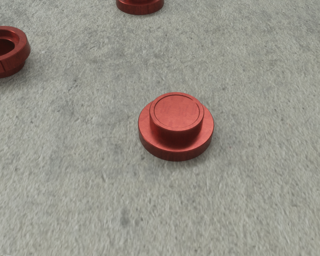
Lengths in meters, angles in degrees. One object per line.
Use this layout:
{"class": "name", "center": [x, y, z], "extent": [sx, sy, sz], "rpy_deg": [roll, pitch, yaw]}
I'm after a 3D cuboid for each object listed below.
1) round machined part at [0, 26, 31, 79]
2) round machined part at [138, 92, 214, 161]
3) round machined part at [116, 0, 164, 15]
{"class": "round machined part", "center": [-0.253, -0.115, 0.485], "extent": [0.099, 0.042, 0.098], "rpy_deg": [0, 50, 0]}
{"class": "round machined part", "center": [0.021, -0.009, 0.400], "extent": [0.099, 0.042, 0.098], "rpy_deg": [0, 50, 0]}
{"class": "round machined part", "center": [-0.040, -0.270, 0.619], "extent": [0.099, 0.042, 0.098], "rpy_deg": [0, 50, 0]}
